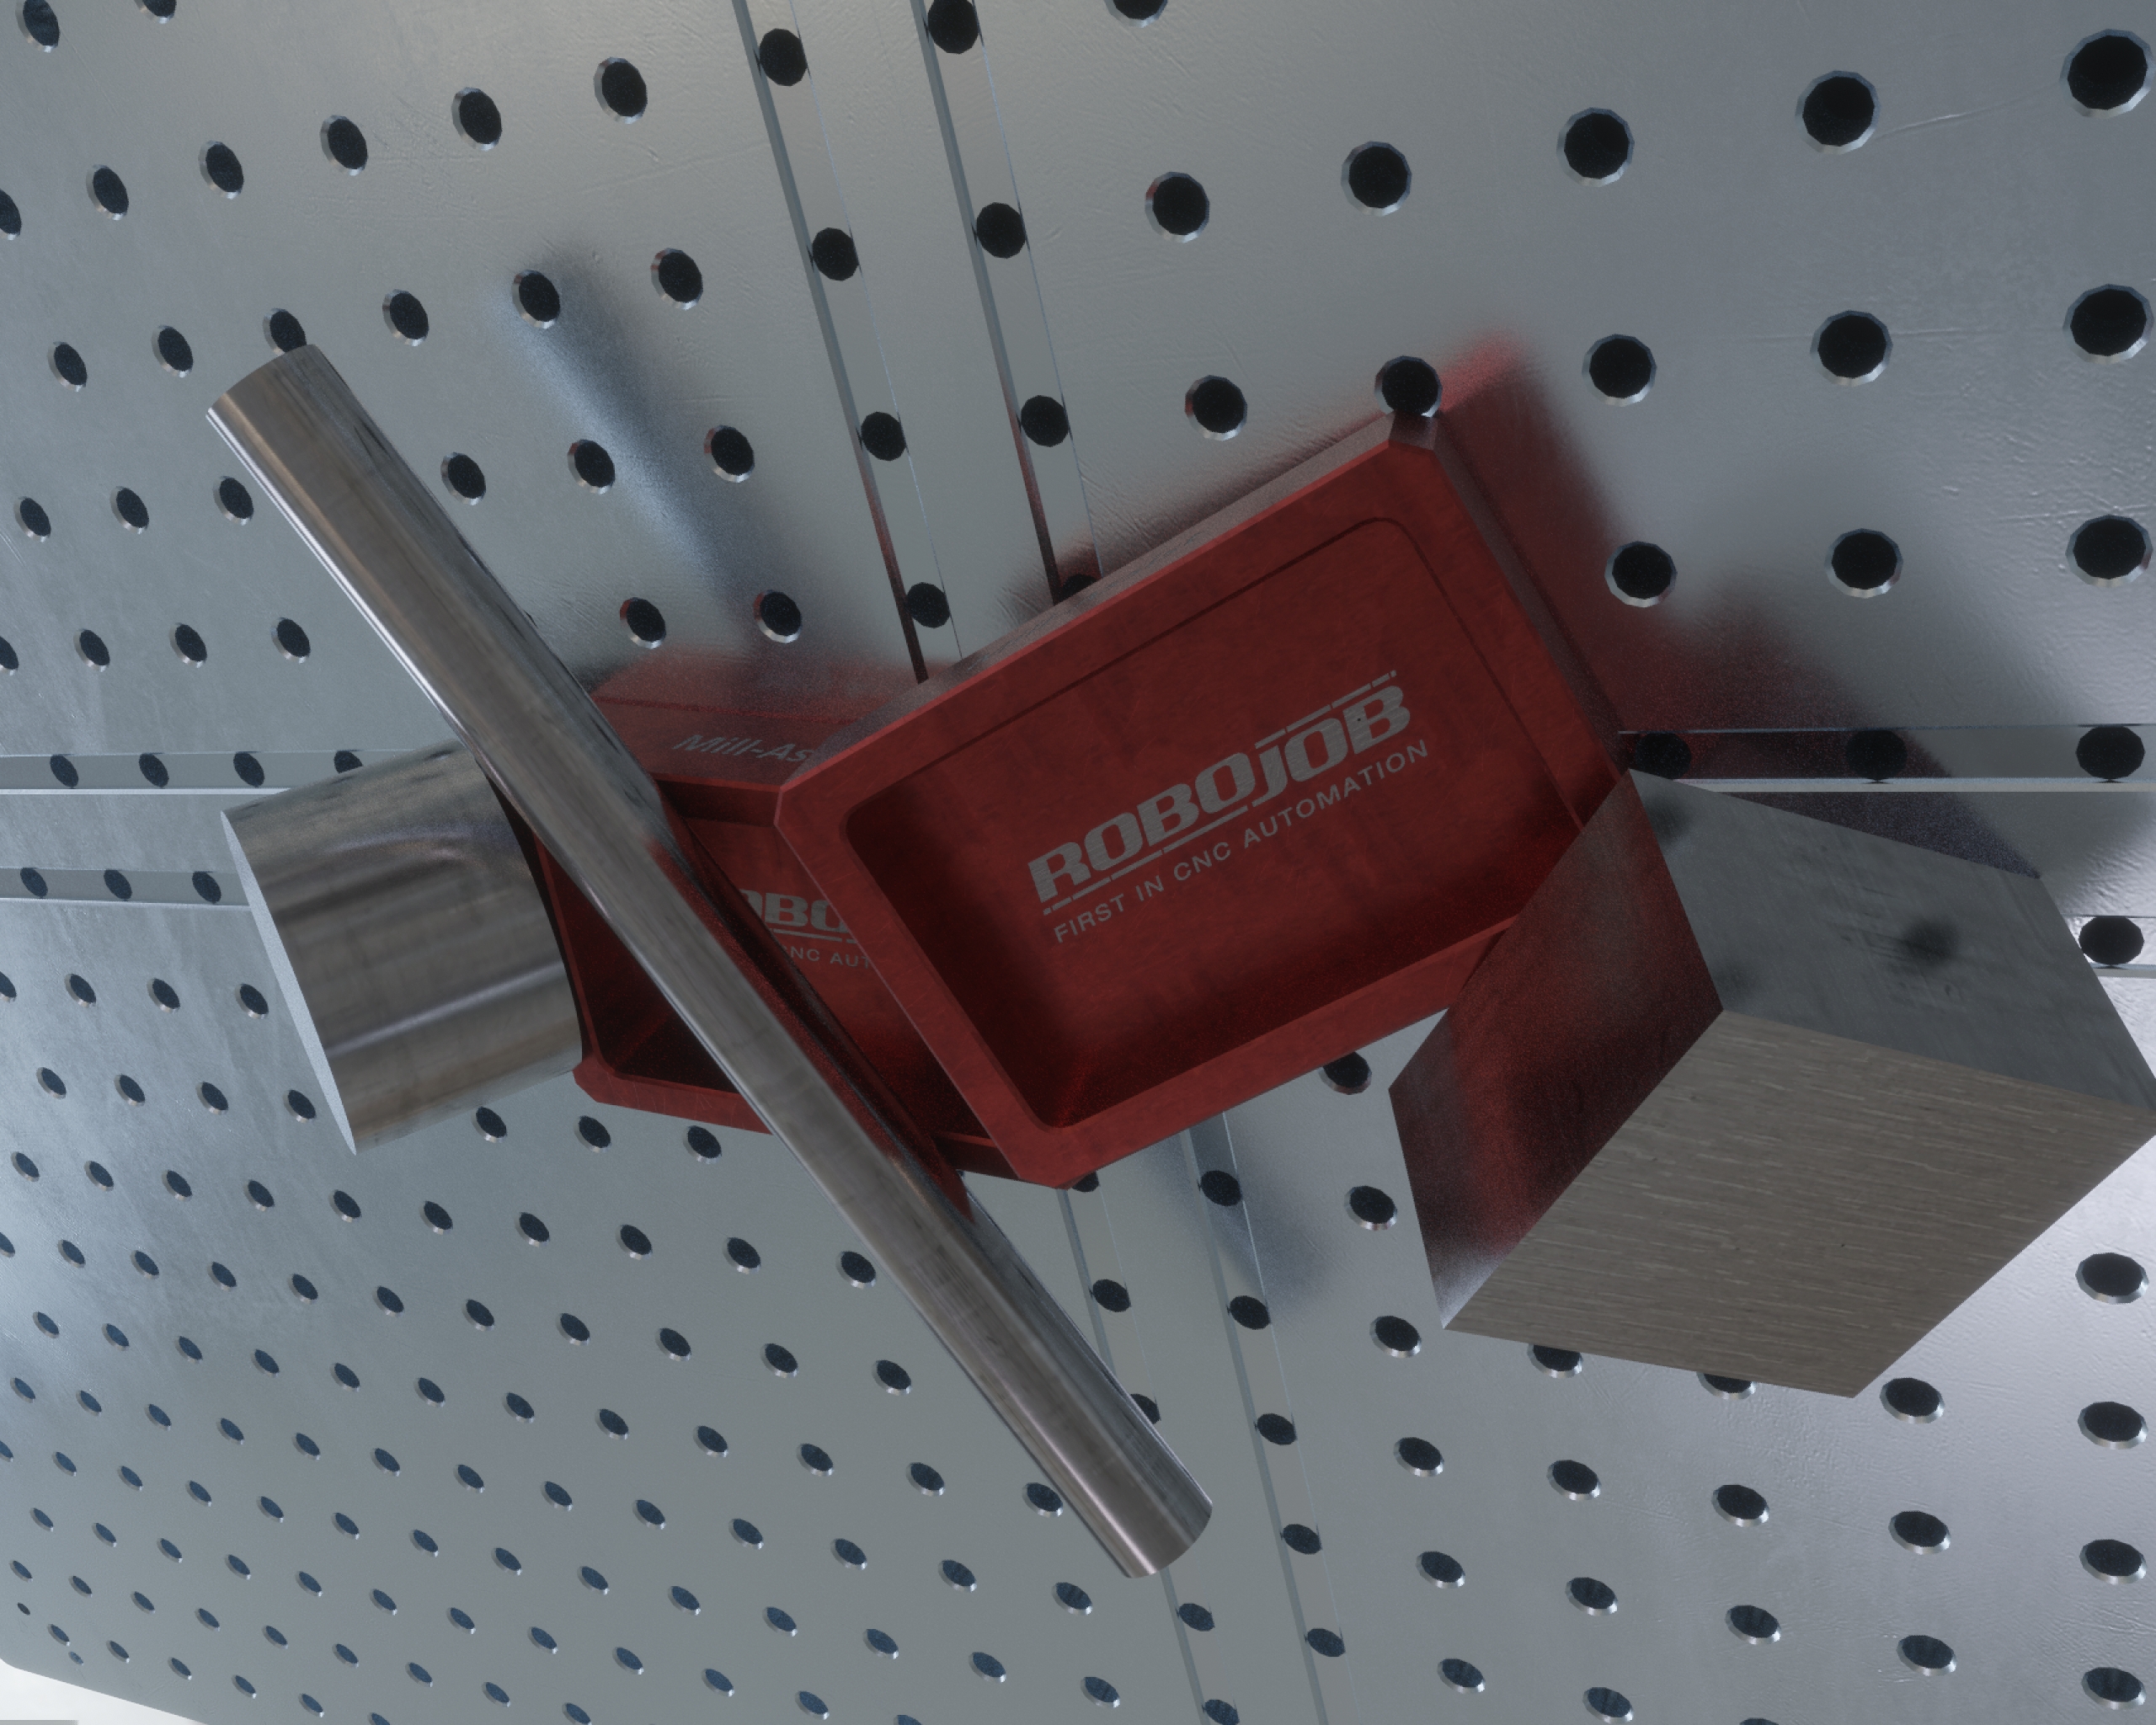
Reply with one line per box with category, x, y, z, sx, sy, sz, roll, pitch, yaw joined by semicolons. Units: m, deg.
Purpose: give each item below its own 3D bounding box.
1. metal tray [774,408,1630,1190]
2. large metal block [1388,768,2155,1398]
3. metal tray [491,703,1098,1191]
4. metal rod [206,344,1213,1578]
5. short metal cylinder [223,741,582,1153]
metal tray;0.025;-0.008;0.366;0.130;0.030;0.090;-28;104;20
large metal block;0.109;0.039;0.339;0.081;0.050;0.079;13;131;-18
metal tray;-0.056;0.016;0.447;0.130;0.030;0.089;7;122;24
metal rod;-0.068;0.027;0.425;0.025;0.025;0.299;-28;103;37
short metal cylinder;-0.149;0.018;0.462;0.080;0.050;0.079;47;149;41
